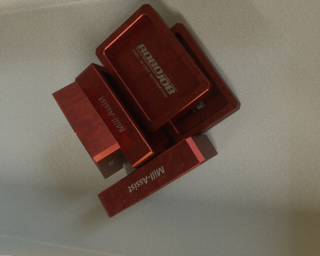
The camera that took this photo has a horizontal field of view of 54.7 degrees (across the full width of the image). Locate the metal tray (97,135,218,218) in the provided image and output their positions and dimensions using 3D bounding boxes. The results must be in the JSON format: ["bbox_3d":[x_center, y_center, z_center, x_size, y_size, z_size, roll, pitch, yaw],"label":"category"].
[{"bbox_3d":[0.001,0.055,0.373,0.130,0.090,0.030,-34,79,16],"label":"metal tray"}]

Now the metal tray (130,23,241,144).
[{"bbox_3d":[0.029,-0.055,0.397,0.090,0.030,0.130,-36,78,17],"label":"metal tray"}]

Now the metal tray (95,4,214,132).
[{"bbox_3d":[-0.008,-0.071,0.376,0.090,0.030,0.130,-38,78,16],"label":"metal tray"}]

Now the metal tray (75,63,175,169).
[{"bbox_3d":[-0.039,-0.015,0.386,0.030,0.090,0.130,-39,78,16],"label":"metal tray"}]

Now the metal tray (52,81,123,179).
[{"bbox_3d":[-0.083,0.010,0.383,0.030,0.130,0.090,-33,78,-14],"label":"metal tray"}]
